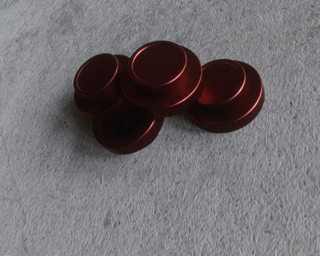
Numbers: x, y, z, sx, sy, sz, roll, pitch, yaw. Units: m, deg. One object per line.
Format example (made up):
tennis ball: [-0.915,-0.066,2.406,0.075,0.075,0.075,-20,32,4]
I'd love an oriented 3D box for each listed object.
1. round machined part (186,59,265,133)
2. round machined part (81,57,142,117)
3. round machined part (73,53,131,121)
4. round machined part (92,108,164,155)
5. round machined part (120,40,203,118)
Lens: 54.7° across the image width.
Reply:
round machined part: [0.075,-0.046,0.382,0.098,0.042,0.098,-13,56,20]
round machined part: [-0.082,-0.070,0.477,0.098,0.042,0.098,-13,56,20]
round machined part: [-0.075,-0.061,0.415,0.098,0.042,0.098,-13,56,20]
round machined part: [-0.038,-0.008,0.418,0.098,0.042,0.098,-13,56,20]
round machined part: [0.000,-0.064,0.365,0.098,0.042,0.098,-5,60,10]
